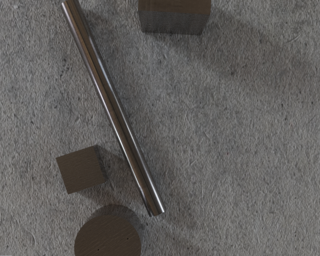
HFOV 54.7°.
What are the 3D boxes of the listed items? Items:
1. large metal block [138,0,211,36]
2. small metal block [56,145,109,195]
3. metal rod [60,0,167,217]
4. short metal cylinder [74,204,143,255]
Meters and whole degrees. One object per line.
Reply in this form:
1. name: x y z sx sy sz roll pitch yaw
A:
1. large metal block: 0.017 -0.153 0.382 0.081 0.080 0.050 3 90 0
2. small metal block: -0.102 0.054 0.409 0.050 0.025 0.050 -18 90 0
3. metal rod: -0.061 -0.026 0.409 0.025 0.025 0.299 -23 90 0
4. short metal cylinder: -0.063 0.144 0.397 0.081 0.050 0.079 0 90 0
